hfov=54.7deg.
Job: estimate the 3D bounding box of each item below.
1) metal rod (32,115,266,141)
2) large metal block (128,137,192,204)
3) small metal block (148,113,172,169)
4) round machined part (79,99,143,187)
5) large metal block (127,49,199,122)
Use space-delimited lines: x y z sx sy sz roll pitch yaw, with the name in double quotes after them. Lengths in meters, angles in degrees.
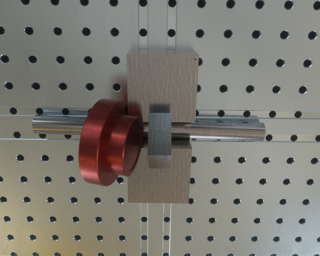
-0.013 0.000 0.413 0.302 0.025 0.025 2 110 -1 "metal rod"
-0.001 0.054 0.420 0.081 0.050 0.079 1 110 -1 "large metal block"
0.000 0.016 0.359 0.025 0.050 0.050 1 66 0 "small metal block"
-0.049 0.018 0.350 0.042 0.098 0.097 9 111 12 "round machined part"
0.003 -0.053 0.380 0.081 0.050 0.079 1 110 -1 "large metal block"
